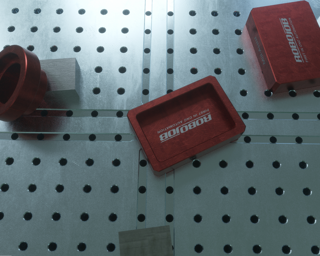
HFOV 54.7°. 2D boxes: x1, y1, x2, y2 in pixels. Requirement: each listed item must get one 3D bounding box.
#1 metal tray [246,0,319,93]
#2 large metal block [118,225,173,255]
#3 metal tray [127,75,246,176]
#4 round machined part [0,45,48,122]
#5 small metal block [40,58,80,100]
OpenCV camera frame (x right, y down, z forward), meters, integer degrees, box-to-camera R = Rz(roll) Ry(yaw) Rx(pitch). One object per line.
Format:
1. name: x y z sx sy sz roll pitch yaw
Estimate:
1. metal tray: 0.190 -0.121 0.454 0.091 0.030 0.130 -10 70 -4
2. large metal block: -0.011 0.149 0.328 0.050 0.080 0.080 -7 70 -2
3. metal tray: 0.033 -0.005 0.410 0.131 0.030 0.090 -24 72 -9
4. round machined part: -0.187 -0.055 0.406 0.098 0.042 0.098 -10 70 32
5. small metal block: -0.141 -0.069 0.436 0.050 0.025 0.050 -4 70 -2
